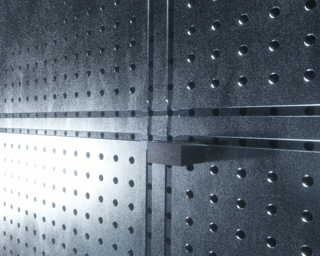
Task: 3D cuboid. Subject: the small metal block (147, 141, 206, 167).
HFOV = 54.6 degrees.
[{"bbox_3d":[0.020,0.030,0.377,0.050,0.050,0.025,1,91,40],"label":"small metal block"}]
